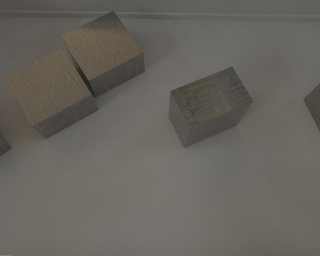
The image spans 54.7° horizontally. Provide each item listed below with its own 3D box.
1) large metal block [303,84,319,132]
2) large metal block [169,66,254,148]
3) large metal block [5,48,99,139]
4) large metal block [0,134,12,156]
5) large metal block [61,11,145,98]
[{"bbox_3d":[0.240,-0.025,0.393,0.050,0.080,0.080,-16,71,-6],"label":"large metal block"},{"bbox_3d":[0.059,-0.023,0.390,0.080,0.080,0.050,-23,72,-8],"label":"large metal block"},{"bbox_3d":[-0.141,-0.045,0.411,0.080,0.050,0.080,-31,73,-11],"label":"large metal block"},{"bbox_3d":[-0.242,0.001,0.377,0.050,0.080,0.080,-41,75,-13],"label":"large metal block"},{"bbox_3d":[-0.077,-0.103,0.433,0.080,0.050,0.080,-30,73,-11],"label":"large metal block"}]
